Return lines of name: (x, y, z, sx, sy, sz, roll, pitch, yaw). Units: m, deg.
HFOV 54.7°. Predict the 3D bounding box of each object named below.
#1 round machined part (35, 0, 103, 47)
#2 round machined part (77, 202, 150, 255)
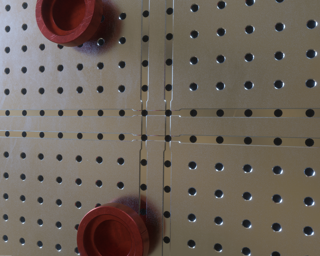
round machined part: (-0.125, -0.166, 0.446, 0.098, 0.042, 0.097, 0, 90, 19)
round machined part: (-0.060, 0.151, 0.424, 0.098, 0.042, 0.097, 0, 90, 19)
